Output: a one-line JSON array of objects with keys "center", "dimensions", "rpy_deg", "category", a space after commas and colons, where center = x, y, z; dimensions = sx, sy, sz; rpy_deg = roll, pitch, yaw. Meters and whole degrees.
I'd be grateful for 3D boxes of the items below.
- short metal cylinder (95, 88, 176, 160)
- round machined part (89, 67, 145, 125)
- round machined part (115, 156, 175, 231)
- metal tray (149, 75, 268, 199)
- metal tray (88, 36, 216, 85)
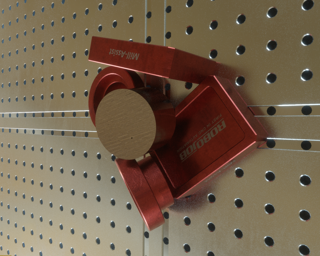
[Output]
[{"center": [-0.028, -0.007, 0.366], "dimensions": [0.080, 0.050, 0.079], "rpy_deg": [5, 101, 27], "category": "short metal cylinder"}, {"center": [-0.054, -0.037, 0.441], "dimensions": [0.098, 0.042, 0.097], "rpy_deg": [0, 90, 39], "category": "round machined part"}, {"center": [-0.016, 0.074, 0.387], "dimensions": [0.098, 0.042, 0.098], "rpy_deg": [59, 168, 23], "category": "round machined part"}, {"center": [0.046, 0.013, 0.365], "dimensions": [0.129, 0.030, 0.090], "rpy_deg": [-44, 64, 31], "category": "metal tray"}, {"center": [-0.011, -0.081, 0.374], "dimensions": [0.130, 0.091, 0.030], "rpy_deg": [20, 103, 38], "category": "metal tray"}]
